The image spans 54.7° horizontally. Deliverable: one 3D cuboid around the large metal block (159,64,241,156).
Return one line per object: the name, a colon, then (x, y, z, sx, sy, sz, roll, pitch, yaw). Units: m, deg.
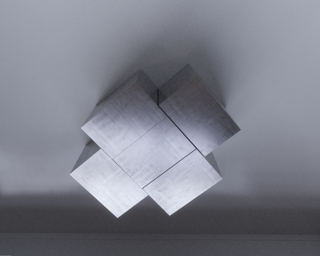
large metal block: (0.044, -0.025, 0.373, 0.050, 0.080, 0.080, -39, 106, 13)

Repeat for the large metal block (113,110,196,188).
large metal block: (-0.007, 0.016, 0.387, 0.080, 0.080, 0.050, -38, 106, 12)

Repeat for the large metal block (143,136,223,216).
large metal block: (0.026, 0.052, 0.401, 0.080, 0.080, 0.050, -38, 106, 12)

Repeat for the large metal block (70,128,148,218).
large metal block: (-0.059, 0.053, 0.400, 0.050, 0.080, 0.080, -39, 106, 13)

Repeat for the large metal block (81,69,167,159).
large metal block: (-0.039, -0.020, 0.373, 0.080, 0.080, 0.050, -38, 106, 12)
